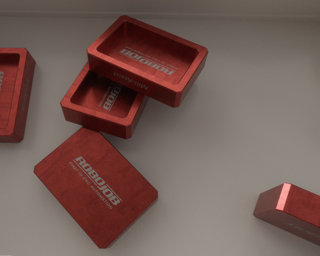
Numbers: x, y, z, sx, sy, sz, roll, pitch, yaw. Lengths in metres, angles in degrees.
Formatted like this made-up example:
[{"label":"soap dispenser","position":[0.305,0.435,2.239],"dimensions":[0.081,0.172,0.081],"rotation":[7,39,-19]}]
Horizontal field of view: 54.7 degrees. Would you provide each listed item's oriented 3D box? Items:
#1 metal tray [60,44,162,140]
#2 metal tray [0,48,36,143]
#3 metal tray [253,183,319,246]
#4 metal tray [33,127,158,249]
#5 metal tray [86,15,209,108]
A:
[{"label":"metal tray","position":[-0.059,-0.056,0.409],"dimensions":[0.090,0.030,0.130],"rotation":[17,56,6]},{"label":"metal tray","position":[-0.228,-0.046,0.420],"dimensions":[0.091,0.030,0.130],"rotation":[0,70,-1]},{"label":"metal tray","position":[0.179,0.106,0.338],"dimensions":[0.130,0.090,0.030],"rotation":[23,72,8]},{"label":"metal tray","position":[-0.077,0.069,0.381],"dimensions":[0.090,0.030,0.130],"rotation":[-43,76,-14]},{"label":"metal tray","position":[-0.015,-0.089,0.400],"dimensions":[0.130,0.030,0.090],"rotation":[25,57,11]}]
